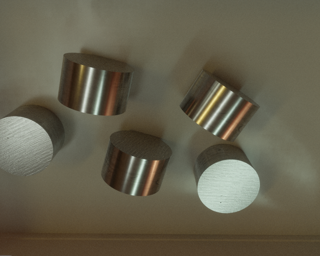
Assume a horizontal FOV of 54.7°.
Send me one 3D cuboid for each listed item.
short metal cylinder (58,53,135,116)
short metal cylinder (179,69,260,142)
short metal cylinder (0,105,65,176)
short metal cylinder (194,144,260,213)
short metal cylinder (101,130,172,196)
[{"bbox_3d":[-0.074,-0.053,0.362,0.080,0.080,0.050,13,110,-5],"label":"short metal cylinder"},{"bbox_3d":[0.071,-0.028,0.372,0.080,0.080,0.050,30,107,-11],"label":"short metal cylinder"},{"bbox_3d":[-0.171,0.015,0.402,0.081,0.050,0.079,0,110,0],"label":"short metal cylinder"},{"bbox_3d":[0.089,0.068,0.424,0.081,0.050,0.079,0,110,0],"label":"short metal cylinder"},{"bbox_3d":[-0.030,0.043,0.397,0.080,0.080,0.050,15,109,-6],"label":"short metal cylinder"}]
